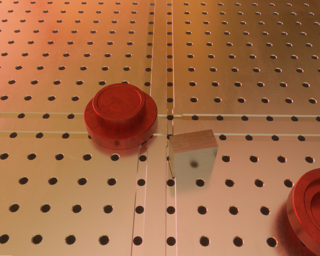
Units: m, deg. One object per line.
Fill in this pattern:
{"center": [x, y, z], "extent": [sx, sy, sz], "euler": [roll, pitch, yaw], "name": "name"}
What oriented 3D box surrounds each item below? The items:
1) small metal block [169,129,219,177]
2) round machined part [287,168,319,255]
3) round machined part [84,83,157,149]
{"center": [0.038, 0.030, 0.366], "extent": [0.050, 0.050, 0.025], "euler": [-9, 51, -7], "name": "small metal block"}
{"center": [0.181, 0.093, 0.319], "extent": [0.099, 0.042, 0.098], "euler": [0, 50, 0], "name": "round machined part"}
{"center": [-0.053, -0.023, 0.415], "extent": [0.099, 0.042, 0.098], "euler": [0, 50, 0], "name": "round machined part"}
